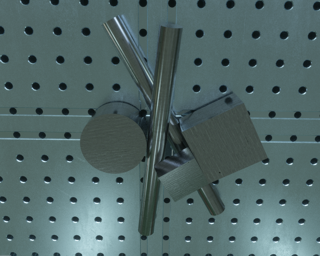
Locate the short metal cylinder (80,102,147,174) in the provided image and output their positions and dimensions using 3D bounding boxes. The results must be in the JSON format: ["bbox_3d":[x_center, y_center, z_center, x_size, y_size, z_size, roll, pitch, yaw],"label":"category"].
[{"bbox_3d":[-0.057,0.012,0.400,0.081,0.050,0.079,0,110,-1],"label":"short metal cylinder"}]

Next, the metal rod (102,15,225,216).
[{"bbox_3d":[0.013,-0.003,0.408,0.025,0.025,0.299,-27,109,9],"label":"metal rod"}]

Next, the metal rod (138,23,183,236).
[{"bbox_3d":[-0.004,0.022,0.397,0.025,0.025,0.298,6,118,-2],"label":"metal rod"}]

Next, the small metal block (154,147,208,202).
[{"bbox_3d":[0.028,0.060,0.398,0.050,0.025,0.050,-29,123,2],"label":"small metal block"}]

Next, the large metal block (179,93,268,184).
[{"bbox_3d":[0.080,0.012,0.401,0.080,0.050,0.080,-26,108,9],"label":"large metal block"}]
